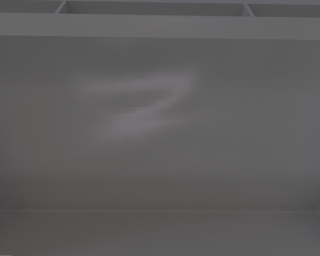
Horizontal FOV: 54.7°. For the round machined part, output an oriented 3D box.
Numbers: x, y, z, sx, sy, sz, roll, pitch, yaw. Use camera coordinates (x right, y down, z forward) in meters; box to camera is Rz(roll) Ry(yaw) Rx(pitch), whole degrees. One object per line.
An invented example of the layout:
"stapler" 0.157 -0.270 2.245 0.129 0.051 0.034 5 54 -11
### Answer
"round machined part" -0.047 0.226 0.592 0.099 0.042 0.097 0 130 0
